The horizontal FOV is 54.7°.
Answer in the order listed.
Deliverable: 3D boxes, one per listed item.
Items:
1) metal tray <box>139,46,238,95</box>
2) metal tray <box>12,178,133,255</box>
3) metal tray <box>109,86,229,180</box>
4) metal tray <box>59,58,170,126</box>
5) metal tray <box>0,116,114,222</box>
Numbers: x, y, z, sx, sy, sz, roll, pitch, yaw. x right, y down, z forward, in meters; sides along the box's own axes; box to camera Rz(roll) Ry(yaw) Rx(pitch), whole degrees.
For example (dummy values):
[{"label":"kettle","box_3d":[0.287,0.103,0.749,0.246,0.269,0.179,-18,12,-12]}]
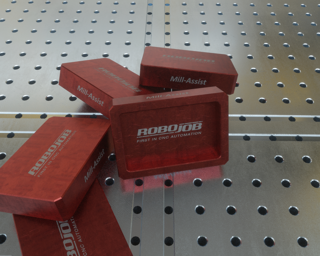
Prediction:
[{"label":"metal tray","box_3d":[0.039,-0.086,0.452,0.131,0.030,0.090,6,30,-1]},{"label":"metal tray","box_3d":[-0.081,0.120,0.302,0.091,0.030,0.130,-22,54,-18]},{"label":"metal tray","box_3d":[0.012,0.005,0.358,0.131,0.089,0.030,-8,21,-7]},{"label":"metal tray","box_3d":[-0.062,-0.053,0.426,0.130,0.030,0.091,32,33,24]},{"label":"metal tray","box_3d":[-0.113,0.037,0.344,0.090,0.030,0.130,3,37,17]}]
